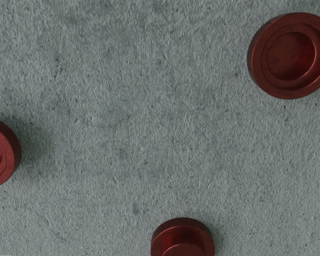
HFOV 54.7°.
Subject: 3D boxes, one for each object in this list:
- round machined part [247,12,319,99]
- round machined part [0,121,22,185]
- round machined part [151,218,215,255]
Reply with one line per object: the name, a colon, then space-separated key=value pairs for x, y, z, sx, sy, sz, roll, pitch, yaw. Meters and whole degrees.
round machined part: x=0.153 y=-0.086 z=0.370 sx=0.099 sy=0.042 sz=0.097 roll=0 pitch=110 yaw=0
round machined part: x=-0.232 y=0.027 z=0.409 sx=0.099 sy=0.042 sz=0.097 roll=0 pitch=110 yaw=0
round machined part: x=0.035 y=0.189 z=0.471 sx=0.099 sy=0.042 sz=0.097 roll=0 pitch=110 yaw=0
